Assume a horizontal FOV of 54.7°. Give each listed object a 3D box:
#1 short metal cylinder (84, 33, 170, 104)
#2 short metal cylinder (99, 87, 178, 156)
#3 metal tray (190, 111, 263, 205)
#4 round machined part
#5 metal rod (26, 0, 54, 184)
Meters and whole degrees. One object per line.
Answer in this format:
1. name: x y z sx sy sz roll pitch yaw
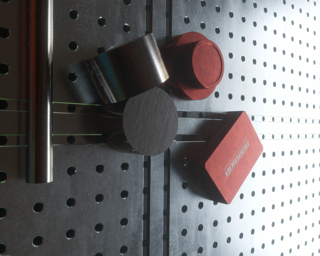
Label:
1. short metal cylinder: -0.036 -0.067 0.343 0.081 0.080 0.050 -35 112 -34
2. short metal cylinder: -0.025 -0.008 0.372 0.081 0.050 0.080 0 91 -40
3. metal tray: 0.112 0.045 0.500 0.131 0.030 0.090 -48 119 -29
4. round machined part: 0.054 -0.089 0.443 0.099 0.042 0.097 0 90 -40
5. metal rod: -0.119 -0.096 0.308 0.025 0.025 0.298 0 90 -40
